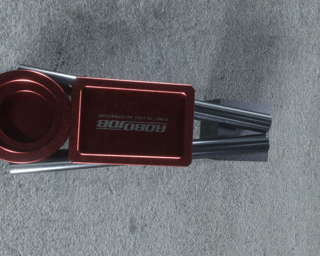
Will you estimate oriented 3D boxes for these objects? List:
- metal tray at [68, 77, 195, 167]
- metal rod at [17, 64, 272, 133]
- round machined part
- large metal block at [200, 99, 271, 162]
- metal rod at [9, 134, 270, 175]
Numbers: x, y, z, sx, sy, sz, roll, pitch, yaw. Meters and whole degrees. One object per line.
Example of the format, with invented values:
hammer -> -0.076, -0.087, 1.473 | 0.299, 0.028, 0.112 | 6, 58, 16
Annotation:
metal tray -> -0.030, -0.005, 0.342 | 0.131, 0.030, 0.089 | 3, 89, -8
metal rod -> -0.012, -0.033, 0.372 | 0.302, 0.025, 0.025 | 11, 86, -7
round machined part -> -0.146, -0.012, 0.342 | 0.099, 0.042, 0.097 | 0, 90, -10
large metal block -> 0.104, 0.004, 0.435 | 0.081, 0.050, 0.080 | 4, 89, -20
metal rod -> -0.017, 0.030, 0.371 | 0.302, 0.025, 0.025 | -4, 92, -8
